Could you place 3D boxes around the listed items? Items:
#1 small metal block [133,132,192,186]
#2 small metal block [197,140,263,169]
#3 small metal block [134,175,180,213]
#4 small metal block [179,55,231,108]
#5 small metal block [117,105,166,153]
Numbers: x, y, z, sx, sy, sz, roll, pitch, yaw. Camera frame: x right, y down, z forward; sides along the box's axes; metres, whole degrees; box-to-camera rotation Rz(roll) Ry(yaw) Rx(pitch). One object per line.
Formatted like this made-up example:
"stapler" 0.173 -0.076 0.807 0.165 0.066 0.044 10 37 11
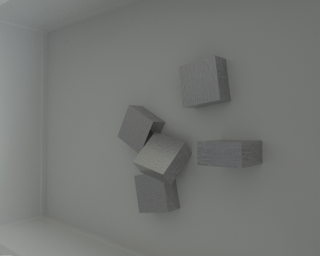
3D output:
"small metal block" 0.003 0.037 0.387 0.050 0.025 0.050 17 60 38
"small metal block" 0.075 0.026 0.329 0.050 0.050 0.025 -1 90 40
"small metal block" -0.004 0.084 0.411 0.050 0.025 0.050 -14 81 39
"small metal block" 0.052 -0.052 0.364 0.050 0.025 0.050 -10 84 39
"small metal block" -0.027 0.002 0.429 0.050 0.025 0.050 35 111 34
